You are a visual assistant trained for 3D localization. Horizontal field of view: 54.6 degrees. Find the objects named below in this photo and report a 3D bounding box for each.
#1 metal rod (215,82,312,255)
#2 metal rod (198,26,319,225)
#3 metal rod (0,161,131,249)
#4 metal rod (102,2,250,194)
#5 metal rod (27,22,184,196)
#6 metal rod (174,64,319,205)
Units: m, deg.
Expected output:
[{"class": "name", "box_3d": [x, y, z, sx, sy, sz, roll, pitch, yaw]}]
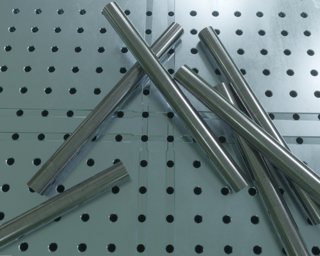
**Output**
[{"class": "metal rod", "box_3d": [0.134, 0.076, 0.384, 0.025, 0.025, 0.299, -19, 71, -7]}, {"class": "metal rod", "box_3d": [0.132, -0.016, 0.418, 0.025, 0.025, 0.299, -24, 72, -8]}, {"class": "metal rod", "box_3d": [-0.175, 0.121, 0.366, 0.301, 0.025, 0.025, -28, 73, -10]}, {"class": "metal rod", "box_3d": [0.016, -0.046, 0.409, 0.025, 0.025, 0.299, -34, 81, -11]}, {"class": "metal rod", "box_3d": [-0.064, -0.036, 0.424, 0.025, 0.025, 0.300, 35, 74, 12]}, {"class": "metal rod", "box_3d": [0.134, 0.025, 0.375, 0.300, 0.025, 0.025, 43, 76, 14]}]
